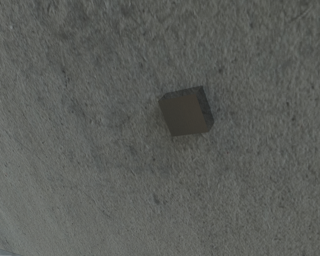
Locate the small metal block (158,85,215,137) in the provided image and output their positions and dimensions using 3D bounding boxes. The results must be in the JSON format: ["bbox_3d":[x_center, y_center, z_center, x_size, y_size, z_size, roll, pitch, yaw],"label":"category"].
[{"bbox_3d":[0.032,-0.020,0.377,0.050,0.025,0.050,-9,114,31],"label":"small metal block"}]
